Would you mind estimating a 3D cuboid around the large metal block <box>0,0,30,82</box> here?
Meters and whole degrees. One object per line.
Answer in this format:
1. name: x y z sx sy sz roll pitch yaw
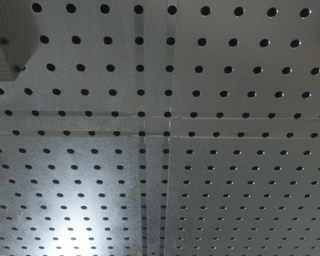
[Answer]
1. large metal block: -0.192 -0.093 0.313 0.081 0.050 0.079 -2 130 1
